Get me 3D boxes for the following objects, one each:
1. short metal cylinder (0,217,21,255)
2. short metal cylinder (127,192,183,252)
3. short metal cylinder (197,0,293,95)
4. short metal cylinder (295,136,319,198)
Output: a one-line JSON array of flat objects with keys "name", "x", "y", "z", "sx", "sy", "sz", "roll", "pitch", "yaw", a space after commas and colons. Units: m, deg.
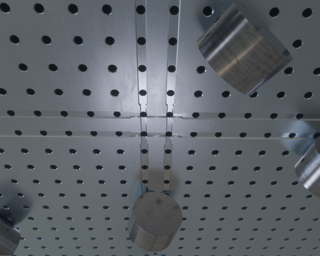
[{"name": "short metal cylinder", "x": -0.296, "y": 0.199, "z": 0.542, "sx": 0.080, "sy": 0.080, "sz": 0.050, "roll": -19, "pitch": 128, "yaw": 15}, {"name": "short metal cylinder", "x": -0.009, "y": 0.152, "z": 0.505, "sx": 0.081, "sy": 0.080, "sz": 0.050, "roll": 11, "pitch": 129, "yaw": -9}, {"name": "short metal cylinder", "x": 0.084, "y": -0.079, "z": 0.309, "sx": 0.080, "sy": 0.080, "sz": 0.050, "roll": 31, "pitch": 124, "yaw": -24}, {"name": "short metal cylinder", "x": 0.237, "y": 0.056, "z": 0.426, "sx": 0.081, "sy": 0.080, "sz": 0.050, "roll": 12, "pitch": 129, "yaw": -10}]
